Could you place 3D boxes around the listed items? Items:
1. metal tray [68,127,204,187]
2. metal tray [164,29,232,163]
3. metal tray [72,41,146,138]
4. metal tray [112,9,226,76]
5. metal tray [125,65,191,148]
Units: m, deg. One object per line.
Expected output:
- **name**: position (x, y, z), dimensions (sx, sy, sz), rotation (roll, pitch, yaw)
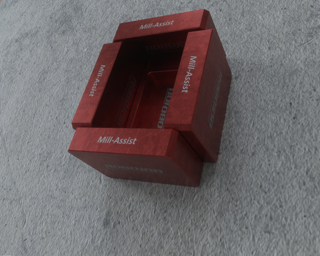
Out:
- **metal tray**: position (-0.026, 0.034, 0.355), dimensions (0.130, 0.090, 0.030), rotation (1, 63, 28)
- **metal tray**: position (0.050, -0.036, 0.358), dimensions (0.030, 0.090, 0.130), rotation (1, 62, 28)
- **metal tray**: position (-0.058, -0.038, 0.415), dimensions (0.030, 0.090, 0.130), rotation (1, 62, 28)
- **metal tray**: position (0.014, -0.107, 0.420), dimensions (0.130, 0.090, 0.030), rotation (1, 63, 28)
- **metal tray**: position (0.008, -0.023, 0.411), dimensions (0.090, 0.030, 0.130), rotation (1, 62, 28)
